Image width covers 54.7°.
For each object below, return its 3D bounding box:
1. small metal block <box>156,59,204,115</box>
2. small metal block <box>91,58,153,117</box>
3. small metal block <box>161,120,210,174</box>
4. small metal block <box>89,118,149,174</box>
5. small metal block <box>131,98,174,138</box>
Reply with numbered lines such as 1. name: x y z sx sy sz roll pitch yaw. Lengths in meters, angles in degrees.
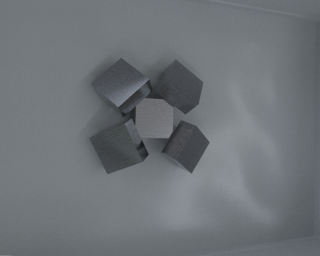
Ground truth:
1. small metal block: 0.027 -0.054 0.405 0.050 0.025 0.050 37 41 -17
2. small metal block: -0.046 -0.050 0.378 0.050 0.025 0.050 40 75 23
3. small metal block: 0.035 0.026 0.409 0.050 0.025 0.050 -58 141 -11
4. small metal block: -0.049 0.022 0.378 0.050 0.025 0.050 -21 99 19
5. small metal block: -0.011 -0.012 0.404 0.050 0.025 0.050 2 90 -20
